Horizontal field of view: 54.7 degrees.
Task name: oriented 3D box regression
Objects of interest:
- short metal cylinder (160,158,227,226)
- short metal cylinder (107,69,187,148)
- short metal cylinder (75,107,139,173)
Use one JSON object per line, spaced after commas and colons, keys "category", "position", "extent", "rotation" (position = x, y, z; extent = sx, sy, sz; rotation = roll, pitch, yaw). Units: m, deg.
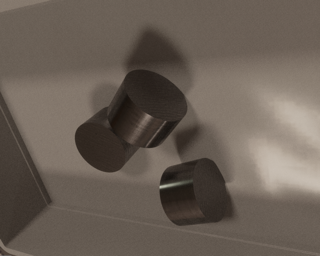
{"category": "short metal cylinder", "position": [0.044, 0.083, 0.400], "extent": [0.050, 0.080, 0.080], "rotation": [-19, 108, 35]}
{"category": "short metal cylinder", "position": [-0.015, -0.023, 0.366], "extent": [0.080, 0.080, 0.050], "rotation": [38, 129, 2]}
{"category": "short metal cylinder", "position": [-0.071, 0.016, 0.438], "extent": [0.080, 0.050, 0.079], "rotation": [13, 124, 20]}
